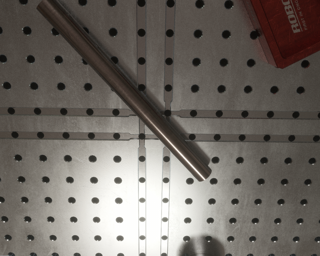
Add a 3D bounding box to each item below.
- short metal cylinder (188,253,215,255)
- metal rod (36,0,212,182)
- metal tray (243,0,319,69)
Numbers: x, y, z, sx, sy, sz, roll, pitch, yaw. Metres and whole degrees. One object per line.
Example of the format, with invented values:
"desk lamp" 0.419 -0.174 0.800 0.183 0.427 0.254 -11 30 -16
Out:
"short metal cylinder" 0.068 0.248 0.493 0.081 0.050 0.079 0 110 -1
"metal rod" -0.035 -0.039 0.398 0.025 0.025 0.300 -39 106 13
"metal tray" 0.152 -0.147 0.358 0.090 0.030 0.130 -27 108 9
